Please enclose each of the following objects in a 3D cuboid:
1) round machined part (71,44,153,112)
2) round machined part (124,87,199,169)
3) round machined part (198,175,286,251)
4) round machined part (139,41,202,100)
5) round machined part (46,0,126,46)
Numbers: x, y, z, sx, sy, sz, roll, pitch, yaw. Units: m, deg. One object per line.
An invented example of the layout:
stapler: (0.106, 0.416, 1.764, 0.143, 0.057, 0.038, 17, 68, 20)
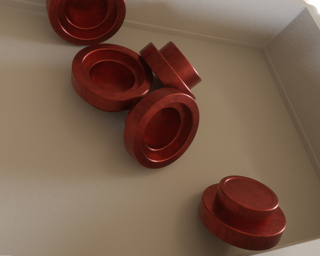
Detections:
round machined part: (-0.061, -0.059, 0.391, 0.099, 0.042, 0.098, 10, 51, -12)
round machined part: (-0.002, -0.003, 0.373, 0.099, 0.097, 0.042, -17, 36, -35)
round machined part: (0.098, 0.091, 0.362, 0.099, 0.042, 0.098, 10, 22, -4)
round machined part: (0.019, -0.078, 0.419, 0.098, 0.042, 0.098, 50, 8, -9)
round machined part: (-0.098, -0.161, 0.407, 0.099, 0.097, 0.042, -3, 52, -30)
